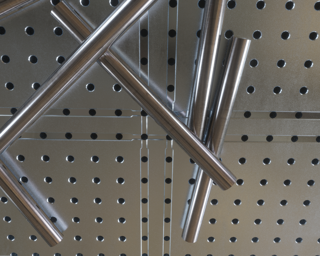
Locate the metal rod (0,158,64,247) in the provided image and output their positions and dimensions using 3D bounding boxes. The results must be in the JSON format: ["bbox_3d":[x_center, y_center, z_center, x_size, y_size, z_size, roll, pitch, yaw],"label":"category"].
[{"bbox_3d":[-0.232,0.050,0.430,0.025,0.025,0.299,-28,108,10],"label":"metal rod"}]

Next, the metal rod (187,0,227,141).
[{"bbox_3d":[0.061,-0.111,0.372,0.025,0.025,0.298,6,110,-2],"label":"metal rod"}]

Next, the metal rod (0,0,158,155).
[{"bbox_3d":[-0.114,-0.059,0.365,0.299,0.025,0.025,-38,106,22],"label":"metal rod"}]

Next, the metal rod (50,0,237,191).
[{"bbox_3d":[-0.014,-0.034,0.383,0.025,0.025,0.300,-42,98,14],"label":"metal rod"}]

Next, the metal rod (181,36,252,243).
[{"bbox_3d":[0.072,0.029,0.424,0.025,0.025,0.298,10,110,-4],"label":"metal rod"}]

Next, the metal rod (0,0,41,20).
[{"bbox_3d":[-0.126,-0.165,0.351,0.301,0.025,0.025,-22,109,7],"label":"metal rod"}]
